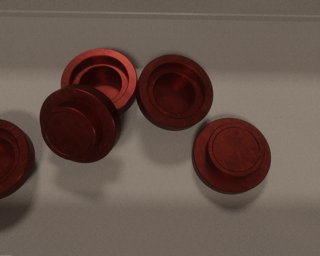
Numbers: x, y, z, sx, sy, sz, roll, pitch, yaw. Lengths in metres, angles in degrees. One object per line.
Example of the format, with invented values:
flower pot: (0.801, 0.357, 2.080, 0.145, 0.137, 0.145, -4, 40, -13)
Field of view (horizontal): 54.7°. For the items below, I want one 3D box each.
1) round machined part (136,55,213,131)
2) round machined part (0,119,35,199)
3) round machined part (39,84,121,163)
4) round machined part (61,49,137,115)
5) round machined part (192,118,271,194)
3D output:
round machined part: (0.016, -0.043, 0.408, 0.099, 0.042, 0.098, 3, 76, -14)
round machined part: (-0.204, 0.041, 0.383, 0.099, 0.042, 0.098, 0, 70, -1)
round machined part: (-0.100, 0.000, 0.370, 0.098, 0.042, 0.097, 5, 113, 12)
round machined part: (-0.079, -0.055, 0.420, 0.099, 0.042, 0.098, 0, 70, 0)
round machined part: (0.091, 0.032, 0.390, 0.099, 0.042, 0.098, 0, 70, -1)
